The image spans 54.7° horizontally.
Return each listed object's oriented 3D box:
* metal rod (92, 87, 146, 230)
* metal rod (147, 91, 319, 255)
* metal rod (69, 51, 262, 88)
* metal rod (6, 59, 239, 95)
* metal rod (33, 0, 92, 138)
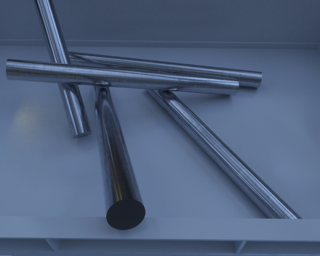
[{"bbox_3d":[-0.056,-0.006,0.330,0.025,0.025,0.300,-11,26,-9],"label":"metal rod"},{"bbox_3d":[0.070,0.026,0.384,0.025,0.025,0.300,-28,56,-22],"label":"metal rod"},{"bbox_3d":[0.002,-0.091,0.481,0.302,0.025,0.025,7,50,5],"label":"metal rod"},{"bbox_3d":[-0.035,-0.065,0.411,0.302,0.025,0.025,2,49,-17],"label":"metal rod"},{"bbox_3d":[-0.147,-0.131,0.422,0.025,0.025,0.299,-16,81,-14],"label":"metal rod"}]
